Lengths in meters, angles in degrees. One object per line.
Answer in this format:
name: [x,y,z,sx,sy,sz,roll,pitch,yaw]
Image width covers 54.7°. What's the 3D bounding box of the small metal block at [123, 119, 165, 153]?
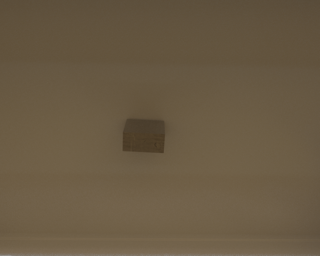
small metal block: [-0.020,0.009,0.397,0.050,0.050,0.025,3,110,-2]
